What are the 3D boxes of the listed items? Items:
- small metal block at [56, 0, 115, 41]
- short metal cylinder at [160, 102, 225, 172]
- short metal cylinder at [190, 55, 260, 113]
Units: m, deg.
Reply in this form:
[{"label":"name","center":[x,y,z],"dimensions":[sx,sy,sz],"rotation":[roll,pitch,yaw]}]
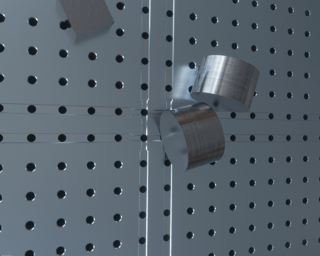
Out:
[{"label":"small metal block","center":[-0.092,-0.141,0.379],"dimensions":[0.050,0.025,0.050],"rotation":[-28,99,-18]},{"label":"short metal cylinder","center":[0.039,0.011,0.398],"dimensions":[0.050,0.080,0.080],"rotation":[-15,95,-19]},{"label":"short metal cylinder","center":[0.086,-0.057,0.415],"dimensions":[0.081,0.080,0.050],"rotation":[19,84,-19]}]
